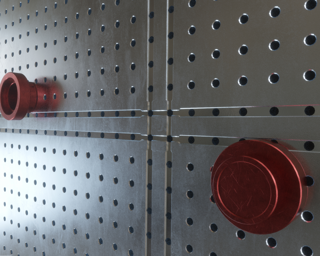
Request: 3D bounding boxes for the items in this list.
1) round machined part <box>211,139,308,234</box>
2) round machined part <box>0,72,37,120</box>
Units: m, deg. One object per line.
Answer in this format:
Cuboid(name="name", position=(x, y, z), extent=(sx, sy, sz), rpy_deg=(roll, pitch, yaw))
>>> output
Cuboid(name="round machined part", position=(0.095, 0.061, 0.321), extent=(0.098, 0.042, 0.097), rpy_deg=(0, 90, 40))
Cuboid(name="round machined part", position=(-0.292, -0.064, 0.642), extent=(0.098, 0.042, 0.097), rpy_deg=(0, 90, 40))
